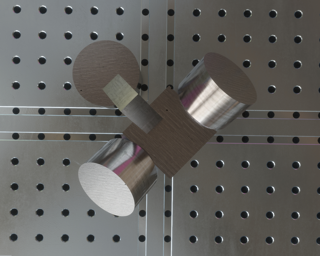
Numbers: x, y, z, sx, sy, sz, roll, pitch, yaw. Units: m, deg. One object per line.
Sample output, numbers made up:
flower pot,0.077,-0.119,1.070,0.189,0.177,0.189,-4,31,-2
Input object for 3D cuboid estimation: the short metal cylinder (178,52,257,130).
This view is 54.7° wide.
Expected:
short metal cylinder,0.069,-0.045,0.376,0.080,0.080,0.050,43,129,0

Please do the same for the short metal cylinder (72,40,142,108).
short metal cylinder,-0.065,-0.066,0.397,0.081,0.050,0.079,0,90,0

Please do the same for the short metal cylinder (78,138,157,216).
short metal cylinder,-0.051,0.059,0.376,0.080,0.050,0.079,18,130,23

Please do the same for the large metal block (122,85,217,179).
large metal block,0.012,0.005,0.395,0.080,0.050,0.080,44,90,0

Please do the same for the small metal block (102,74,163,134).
small metal block,-0.031,-0.027,0.347,0.025,0.050,0.050,-45,47,2
